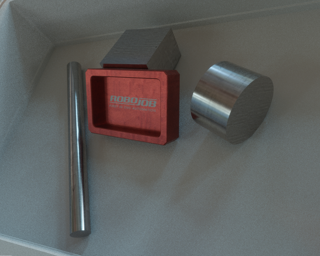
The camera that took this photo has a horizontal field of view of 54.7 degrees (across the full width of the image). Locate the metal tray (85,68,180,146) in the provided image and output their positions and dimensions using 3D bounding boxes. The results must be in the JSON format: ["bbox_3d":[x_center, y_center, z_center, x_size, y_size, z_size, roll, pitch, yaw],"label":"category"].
[{"bbox_3d":[-0.039,-0.032,0.408,0.130,0.030,0.089,8,105,31],"label":"metal tray"}]

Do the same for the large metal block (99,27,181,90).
[{"bbox_3d":[-0.026,-0.101,0.454,0.080,0.050,0.080,8,54,31],"label":"large metal block"}]

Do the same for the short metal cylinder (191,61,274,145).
[{"bbox_3d":[0.081,-0.028,0.345,0.050,0.080,0.080,34,81,38],"label":"short metal cylinder"}]

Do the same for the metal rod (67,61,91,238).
[{"bbox_3d":[-0.124,0.010,0.462,0.025,0.025,0.299,-23,53,14],"label":"metal rod"}]
